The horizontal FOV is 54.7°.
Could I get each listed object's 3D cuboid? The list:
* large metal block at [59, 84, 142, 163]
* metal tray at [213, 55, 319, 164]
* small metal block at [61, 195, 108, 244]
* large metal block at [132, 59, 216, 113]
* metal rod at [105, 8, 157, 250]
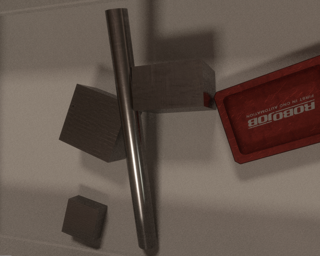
[{"bbox_3d":[-0.079,-0.007,0.424,0.080,0.050,0.080,22,97,18],"label":"large metal block"},{"bbox_3d":[0.139,-0.019,0.358,0.130,0.030,0.090,-19,84,18],"label":"metal tray"},{"bbox_3d":[-0.109,0.131,0.448,0.050,0.025,0.050,15,95,19],"label":"small metal block"},{"bbox_3d":[0.020,-0.046,0.373,0.080,0.080,0.050,-2,89,19],"label":"large metal block"},{"bbox_3d":[-0.033,0.012,0.381,0.025,0.025,0.298,-1,105,19],"label":"metal rod"}]
